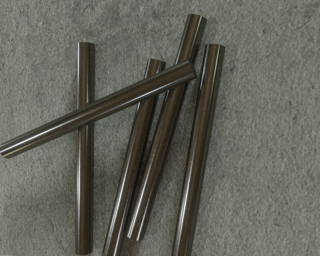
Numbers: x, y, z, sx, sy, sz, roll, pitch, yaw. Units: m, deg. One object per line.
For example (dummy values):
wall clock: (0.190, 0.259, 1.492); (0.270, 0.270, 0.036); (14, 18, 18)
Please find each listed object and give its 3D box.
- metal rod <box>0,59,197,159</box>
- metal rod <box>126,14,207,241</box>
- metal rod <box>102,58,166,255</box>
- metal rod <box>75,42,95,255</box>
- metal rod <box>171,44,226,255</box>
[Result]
metal rod: (-0.094, -0.018, 0.413); (0.300, 0.025, 0.025); (-21, 83, 18)
metal rod: (0.007, 0.003, 0.405); (0.025, 0.025, 0.298); (18, 96, 19)
metal rod: (-0.039, 0.056, 0.421); (0.025, 0.025, 0.298); (15, 95, 19)
metal rod: (-0.108, 0.029, 0.445); (0.025, 0.025, 0.298); (1, 90, 19)
metal rod: (0.046, 0.046, 0.392); (0.025, 0.025, 0.298); (10, 93, 19)
